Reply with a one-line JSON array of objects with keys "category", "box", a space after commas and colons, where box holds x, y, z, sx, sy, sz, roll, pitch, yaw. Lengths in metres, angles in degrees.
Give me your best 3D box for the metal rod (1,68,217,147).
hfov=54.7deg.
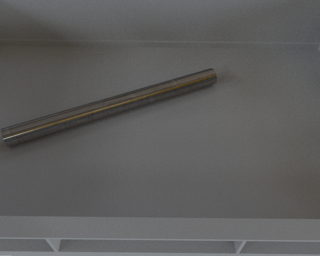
[{"category": "metal rod", "box": [-0.058, -0.033, 0.432, 0.302, 0.025, 0.025, -18, 53, -15]}]
